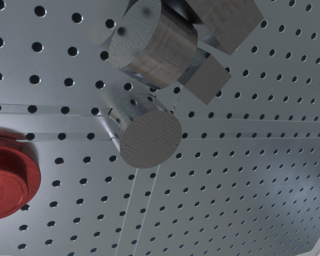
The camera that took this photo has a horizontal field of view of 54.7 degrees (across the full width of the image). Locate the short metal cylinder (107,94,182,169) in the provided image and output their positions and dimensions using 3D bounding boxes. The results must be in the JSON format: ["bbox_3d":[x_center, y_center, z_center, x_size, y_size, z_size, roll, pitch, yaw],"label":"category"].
[{"bbox_3d":[-0.020,0.003,0.386,0.081,0.050,0.079,-14,124,-21],"label":"short metal cylinder"}]

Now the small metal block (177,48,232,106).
[{"bbox_3d":[0.057,-0.065,0.402,0.050,0.025,0.050,34,99,-39],"label":"small metal block"}]

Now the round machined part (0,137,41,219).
[{"bbox_3d":[-0.182,0.062,0.339,0.099,0.042,0.097,-14,124,-21],"label":"round machined part"}]

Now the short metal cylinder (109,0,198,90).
[{"bbox_3d":[-0.008,-0.086,0.318,0.050,0.080,0.080,25,105,-37],"label":"short metal cylinder"}]

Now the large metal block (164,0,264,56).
[{"bbox_3d":[0.047,-0.130,0.321,0.050,0.080,0.080,-49,129,6],"label":"large metal block"}]
